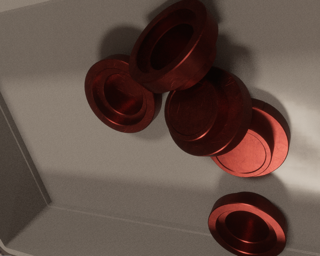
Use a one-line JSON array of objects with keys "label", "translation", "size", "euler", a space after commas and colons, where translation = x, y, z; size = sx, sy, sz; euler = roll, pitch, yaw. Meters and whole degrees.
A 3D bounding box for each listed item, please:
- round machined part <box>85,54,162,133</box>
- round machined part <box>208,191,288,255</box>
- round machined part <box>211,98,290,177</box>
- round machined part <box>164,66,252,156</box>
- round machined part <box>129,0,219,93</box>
[{"label": "round machined part", "translation": [-0.042, -0.046, 0.390], "size": [0.098, 0.042, 0.097], "euler": [13, 124, 20]}, {"label": "round machined part", "translation": [0.118, 0.124, 0.412], "size": [0.098, 0.042, 0.097], "euler": [13, 124, 20]}, {"label": "round machined part", "translation": [0.096, 0.017, 0.357], "size": [0.098, 0.042, 0.097], "euler": [13, 124, 20]}, {"label": "round machined part", "translation": [0.043, -0.019, 0.331], "size": [0.098, 0.042, 0.097], "euler": [-6, 81, 41]}, {"label": "round machined part", "translation": [0.018, -0.077, 0.315], "size": [0.098, 0.098, 0.042], "euler": [-21, 140, 35]}]
